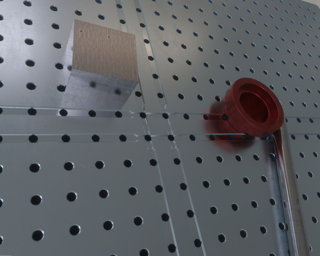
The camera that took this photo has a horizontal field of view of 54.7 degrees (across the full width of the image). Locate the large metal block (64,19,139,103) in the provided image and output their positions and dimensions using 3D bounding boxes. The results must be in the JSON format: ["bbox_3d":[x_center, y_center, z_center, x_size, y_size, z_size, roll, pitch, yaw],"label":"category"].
[{"bbox_3d":[-0.077,-0.085,0.402,0.081,0.050,0.080,8,58,-24],"label":"large metal block"}]

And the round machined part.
[{"bbox_3d":[0.143,-0.028,0.491,0.099,0.042,0.098,14,56,-21],"label":"round machined part"}]

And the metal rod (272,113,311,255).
[{"bbox_3d":[0.189,0.103,0.446,0.025,0.025,0.300,17,55,-19],"label":"metal rod"}]
